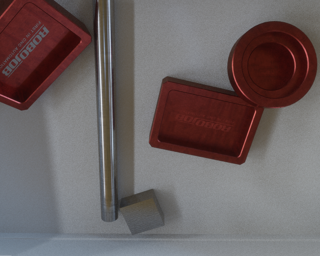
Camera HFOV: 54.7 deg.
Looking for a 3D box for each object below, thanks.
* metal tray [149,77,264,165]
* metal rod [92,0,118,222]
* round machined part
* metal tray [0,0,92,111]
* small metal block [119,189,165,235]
[{"bbox_3d":[0.058,-0.009,0.406,0.131,0.030,0.089,12,110,-5],"label":"metal tray"},{"bbox_3d":[-0.070,-0.008,0.407,0.025,0.025,0.298,1,110,-1],"label":"metal rod"},{"bbox_3d":[0.128,-0.072,0.368,0.099,0.042,0.097,0,92,-4],"label":"round machined part"},{"bbox_3d":[-0.154,-0.086,0.349,0.130,0.030,0.090,-42,142,14],"label":"metal tray"},{"bbox_3d":[-0.026,0.124,0.457,0.050,0.025,0.050,-19,109,6],"label":"small metal block"}]
